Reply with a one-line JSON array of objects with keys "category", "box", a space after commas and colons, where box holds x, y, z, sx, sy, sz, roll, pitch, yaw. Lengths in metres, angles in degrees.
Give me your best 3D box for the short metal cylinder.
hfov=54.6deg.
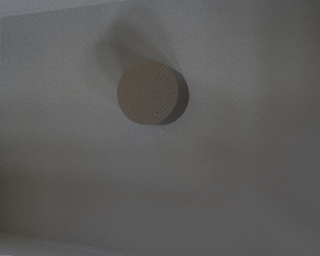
[{"category": "short metal cylinder", "box": [-0.008, -0.044, 0.400, 0.080, 0.050, 0.080, 0, 90, 20]}]
